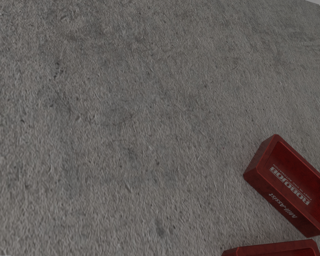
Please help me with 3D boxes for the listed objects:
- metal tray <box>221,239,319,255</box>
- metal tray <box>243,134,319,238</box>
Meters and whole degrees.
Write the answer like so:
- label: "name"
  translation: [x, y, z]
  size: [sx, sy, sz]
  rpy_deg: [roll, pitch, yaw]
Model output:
- label: "metal tray"
  translation: [0.142, 0.184, 0.364]
  size: [0.131, 0.030, 0.090]
  rpy_deg: [5, 59, -26]
- label: "metal tray"
  translation: [0.193, 0.082, 0.453]
  size: [0.130, 0.030, 0.090]
  rpy_deg: [43, 51, 2]
